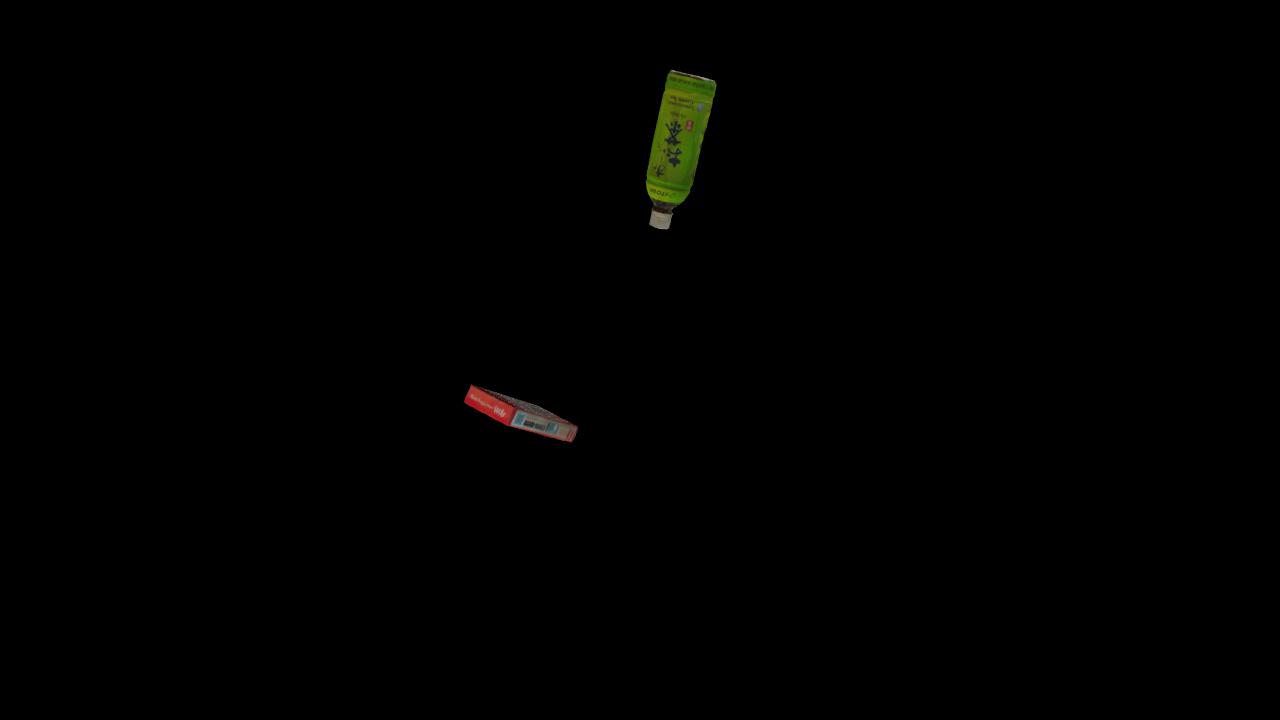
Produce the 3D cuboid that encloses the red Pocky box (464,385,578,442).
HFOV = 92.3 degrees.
[{"bbox_3d":[-0.156,0.074,0.828,0.083,0.028,0.155,24,-3,30],"label":"red Pocky box"}]

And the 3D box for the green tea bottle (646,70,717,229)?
[{"bbox_3d":[0.050,-0.293,0.878,0.073,0.212,0.073,11,26,-5],"label":"green tea bottle"}]
